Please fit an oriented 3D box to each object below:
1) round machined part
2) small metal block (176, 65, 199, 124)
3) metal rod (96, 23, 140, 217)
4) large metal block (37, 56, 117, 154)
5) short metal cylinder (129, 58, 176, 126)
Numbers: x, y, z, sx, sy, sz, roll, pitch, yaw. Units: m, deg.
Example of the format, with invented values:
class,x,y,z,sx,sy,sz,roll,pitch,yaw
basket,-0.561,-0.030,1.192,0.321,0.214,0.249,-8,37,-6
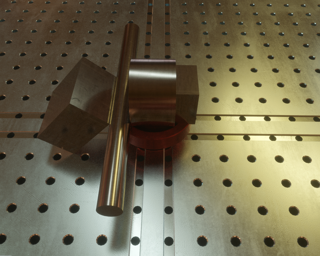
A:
class,x,y,z,sx,sy,sz,roll,pitch,yaw
round machined part,-0.008,-0.011,0.404,0.099,0.042,0.098,0,50,0
small metal block,0.030,-0.040,0.370,0.025,0.050,0.050,1,50,0
metal rod,-0.045,-0.037,0.384,0.025,0.025,0.300,1,50,0
large metal block,-0.102,-0.027,0.386,0.050,0.080,0.080,30,42,-30
short metal cylinder,-0.008,-0.042,0.368,0.050,0.080,0.080,1,50,0
